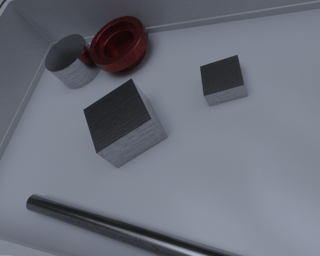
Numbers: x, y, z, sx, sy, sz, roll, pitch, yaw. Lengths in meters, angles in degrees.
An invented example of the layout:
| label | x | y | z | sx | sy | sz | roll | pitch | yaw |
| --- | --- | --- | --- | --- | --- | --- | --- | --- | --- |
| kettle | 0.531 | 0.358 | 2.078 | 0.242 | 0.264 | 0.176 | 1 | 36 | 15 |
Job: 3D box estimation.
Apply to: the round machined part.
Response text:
| label | x | y | z | sx | sy | sz | roll | pitch | yaw |
| --- | --- | --- | --- | --- | --- | --- | --- | --- | --- |
| round machined part | -0.062 | -0.131 | 0.505 | 0.098 | 0.042 | 0.098 | -13 | 58 | 21 |

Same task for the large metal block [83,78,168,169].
| label | x | y | z | sx | sy | sz | roll | pitch | yaw |
| --- | --- | --- | --- | --- | --- | --- | --- | --- | --- |
| large metal block | -0.048 | -0.006 | 0.417 | 0.080 | 0.050 | 0.080 | -32 | 52 | 7 |

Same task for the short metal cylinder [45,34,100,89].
| label | x | y | z | sx | sy | sz | roll | pitch | yaw |
| --- | --- | --- | --- | --- | --- | --- | --- | --- | --- |
| short metal cylinder | -0.149 | -0.114 | 0.536 | 0.080 | 0.050 | 0.080 | -13 | 56 | 20 |

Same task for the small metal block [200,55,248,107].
| label | x | y | z | sx | sy | sz | roll | pitch | yaw |
| --- | --- | --- | --- | --- | --- | --- | --- | --- | --- |
| small metal block | 0.082 | -0.061 | 0.399 | 0.050 | 0.025 | 0.050 | -14 | 56 | 19 |

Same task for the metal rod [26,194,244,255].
| label | x | y | z | sx | sy | sz | roll | pitch | yaw |
| --- | --- | --- | --- | --- | --- | --- | --- | --- | --- |
| metal rod | -0.046 | 0.118 | 0.356 | 0.300 | 0.025 | 0.025 | 6 | 65 | 30 |
